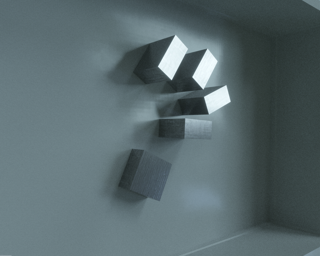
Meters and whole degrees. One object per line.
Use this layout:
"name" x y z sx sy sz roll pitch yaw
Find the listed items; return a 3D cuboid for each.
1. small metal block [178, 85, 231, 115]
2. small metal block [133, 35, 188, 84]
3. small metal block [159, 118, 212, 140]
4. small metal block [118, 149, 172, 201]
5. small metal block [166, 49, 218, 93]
"small metal block" 0.063 -0.039 0.443 0.050 0.050 0.025 -29 108 -36
"small metal block" 0.000 -0.085 0.390 0.025 0.050 0.050 41 65 -33
"small metal block" 0.034 0.002 0.419 0.050 0.050 0.025 4 88 -40
"small metal block" -0.018 0.059 0.392 0.050 0.025 0.050 31 71 -36
"small metal block" 0.044 -0.078 0.427 0.025 0.050 0.050 43 64 -32
